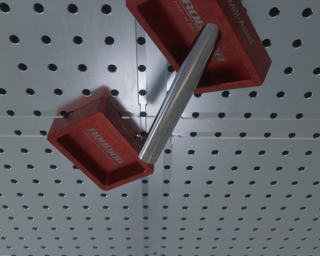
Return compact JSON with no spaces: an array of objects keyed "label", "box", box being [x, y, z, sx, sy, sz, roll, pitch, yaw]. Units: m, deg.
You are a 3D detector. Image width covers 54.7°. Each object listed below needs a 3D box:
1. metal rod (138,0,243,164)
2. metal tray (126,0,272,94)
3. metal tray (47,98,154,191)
[{"label":"metal rod","box":[0.045,-0.083,0.309,0.025,0.025,0.298,19,118,-16]},{"label":"metal tray","box":[0.039,-0.091,0.302,0.090,0.030,0.130,-2,140,46]},{"label":"metal tray","box":[-0.078,0.029,0.432,0.090,0.030,0.130,-23,127,18]}]
